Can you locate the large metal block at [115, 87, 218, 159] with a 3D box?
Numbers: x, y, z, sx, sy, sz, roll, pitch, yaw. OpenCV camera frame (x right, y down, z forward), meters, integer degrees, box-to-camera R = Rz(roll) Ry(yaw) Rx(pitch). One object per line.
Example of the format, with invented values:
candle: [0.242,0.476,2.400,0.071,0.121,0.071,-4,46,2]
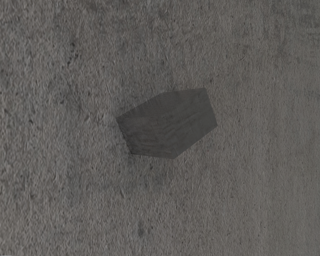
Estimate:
large metal block: [0.008,-0.007,0.375,0.080,0.080,0.050,-33,111,-35]
